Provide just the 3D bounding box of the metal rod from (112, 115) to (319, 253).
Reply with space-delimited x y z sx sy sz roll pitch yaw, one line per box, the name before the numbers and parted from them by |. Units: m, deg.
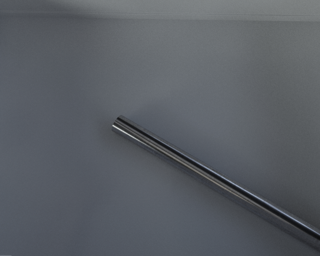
metal rod | 0.072 0.067 0.385 0.301 0.025 0.025 30 73 10
